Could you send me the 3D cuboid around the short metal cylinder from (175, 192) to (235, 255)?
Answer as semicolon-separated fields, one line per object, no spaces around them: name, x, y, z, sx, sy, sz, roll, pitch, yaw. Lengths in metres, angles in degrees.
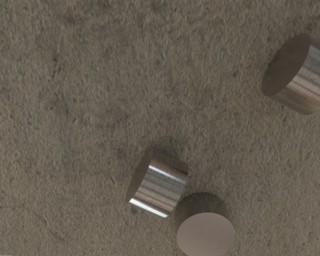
short metal cylinder;0.063;0.141;0.450;0.081;0.050;0.079;0;110;-1

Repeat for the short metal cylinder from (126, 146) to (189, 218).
short metal cylinder;-0.005;0.071;0.407;0.050;0.080;0.080;27;108;-10

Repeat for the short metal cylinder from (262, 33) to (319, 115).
short metal cylinder;0.165;-0.062;0.360;0.050;0.080;0.080;26;108;-10
